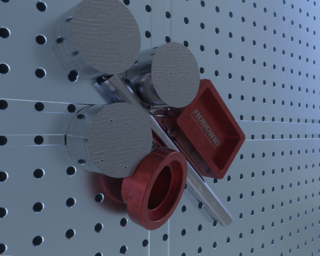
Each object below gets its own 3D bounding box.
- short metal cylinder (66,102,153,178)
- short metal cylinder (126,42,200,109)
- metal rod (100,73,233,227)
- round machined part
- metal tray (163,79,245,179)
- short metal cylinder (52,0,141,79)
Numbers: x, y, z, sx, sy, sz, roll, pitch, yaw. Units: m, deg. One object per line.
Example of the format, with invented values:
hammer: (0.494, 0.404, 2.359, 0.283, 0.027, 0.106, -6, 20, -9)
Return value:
short metal cylinder: (-0.056, 0.013, 0.346, 0.081, 0.050, 0.080, 0, 90, -40)
short metal cylinder: (0.005, -0.065, 0.396, 0.081, 0.050, 0.080, 0, 90, -40)
metal rod: (0.023, 0.043, 0.429, 0.300, 0.025, 0.025, 52, 60, -27)
round machined part: (-0.009, 0.069, 0.376, 0.099, 0.042, 0.097, -34, 133, -47)
metal tray: (0.071, 0.003, 0.464, 0.130, 0.030, 0.090, 51, 61, -28)
short metal cylinder: (-0.068, -0.095, 0.335, 0.081, 0.050, 0.080, 0, 90, -40)
